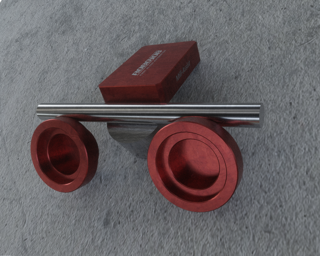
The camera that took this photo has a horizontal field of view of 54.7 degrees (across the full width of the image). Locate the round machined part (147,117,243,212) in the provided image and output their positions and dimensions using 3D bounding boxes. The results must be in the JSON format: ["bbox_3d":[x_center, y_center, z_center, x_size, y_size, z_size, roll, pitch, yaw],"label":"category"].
[{"bbox_3d":[0.039,0.035,0.329,0.098,0.042,0.097,8,108,26],"label":"round machined part"}]

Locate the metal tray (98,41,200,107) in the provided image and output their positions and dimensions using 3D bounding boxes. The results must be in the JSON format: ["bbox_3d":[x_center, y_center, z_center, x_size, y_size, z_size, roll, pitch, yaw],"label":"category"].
[{"bbox_3d":[-0.010,-0.075,0.417,0.090,0.030,0.131,2,37,29],"label":"metal tray"}]

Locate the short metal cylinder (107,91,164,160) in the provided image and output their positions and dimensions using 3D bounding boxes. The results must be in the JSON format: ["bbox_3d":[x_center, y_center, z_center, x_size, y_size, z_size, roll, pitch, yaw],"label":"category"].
[{"bbox_3d":[-0.021,-0.005,0.403,0.080,0.050,0.080,-13,56,20],"label":"short metal cylinder"}]

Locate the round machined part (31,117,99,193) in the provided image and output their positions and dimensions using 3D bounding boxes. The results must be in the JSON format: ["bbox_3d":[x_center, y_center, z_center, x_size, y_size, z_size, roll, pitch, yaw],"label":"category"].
[{"bbox_3d":[-0.122,0.033,0.415,0.098,0.042,0.097,6,103,26],"label":"round machined part"}]

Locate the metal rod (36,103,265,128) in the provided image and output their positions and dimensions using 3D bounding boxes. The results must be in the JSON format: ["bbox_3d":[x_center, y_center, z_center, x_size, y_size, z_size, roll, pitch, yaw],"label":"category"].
[{"bbox_3d":[-0.034,-0.018,0.369,0.300,0.025,0.025,2,63,29],"label":"metal rod"}]
